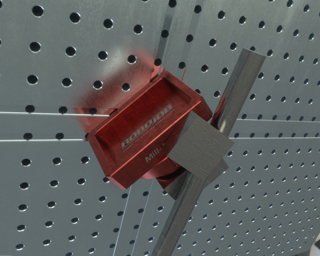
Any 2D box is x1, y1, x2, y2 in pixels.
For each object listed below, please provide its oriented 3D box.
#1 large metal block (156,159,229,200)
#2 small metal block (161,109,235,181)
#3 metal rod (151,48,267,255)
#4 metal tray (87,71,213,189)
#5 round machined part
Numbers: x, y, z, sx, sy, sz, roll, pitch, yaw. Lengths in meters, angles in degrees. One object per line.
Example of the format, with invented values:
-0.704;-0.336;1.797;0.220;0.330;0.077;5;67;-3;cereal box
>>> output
0.030;0.043;0.417;0.080;0.080;0.050;-40;130;-1;large metal block
0.038;0.018;0.318;0.050;0.025;0.050;35;97;-20;small metal block
0.047;0.053;0.367;0.025;0.025;0.298;7;115;-32;metal rod
-0.016;-0.002;0.360;0.130;0.090;0.030;-40;130;-2;metal tray
-0.002;0.020;0.382;0.098;0.098;0.042;-41;130;-1;round machined part
